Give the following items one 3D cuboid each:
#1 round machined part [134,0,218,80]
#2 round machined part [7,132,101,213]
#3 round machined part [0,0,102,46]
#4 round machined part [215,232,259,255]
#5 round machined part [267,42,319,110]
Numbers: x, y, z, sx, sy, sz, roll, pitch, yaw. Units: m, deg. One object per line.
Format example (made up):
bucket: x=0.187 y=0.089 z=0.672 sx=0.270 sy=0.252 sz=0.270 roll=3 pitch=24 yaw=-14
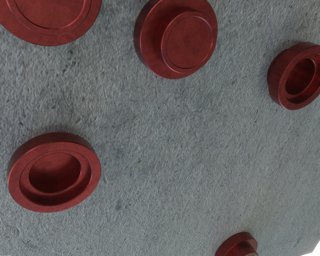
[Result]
round machined part: x=0.024 y=-0.100 z=0.347 sx=0.099 sy=0.042 sz=0.097 roll=-14 pitch=124 yaw=-21
round machined part: x=-0.122 y=0.046 z=0.358 sx=0.099 sy=0.042 sz=0.097 roll=-14 pitch=124 yaw=-21
round machined part: x=-0.098 y=-0.119 z=0.269 sx=0.099 sy=0.042 sz=0.097 roll=-14 pitch=124 yaw=-21
round machined part: x=0.168 y=0.271 z=0.655 sx=0.099 sy=0.042 sz=0.097 roll=-14 pitch=124 yaw=-21
round machined part: x=0.198 y=-0.079 z=0.455 sx=0.099 sy=0.042 sz=0.097 roll=-14 pitch=124 yaw=-21
